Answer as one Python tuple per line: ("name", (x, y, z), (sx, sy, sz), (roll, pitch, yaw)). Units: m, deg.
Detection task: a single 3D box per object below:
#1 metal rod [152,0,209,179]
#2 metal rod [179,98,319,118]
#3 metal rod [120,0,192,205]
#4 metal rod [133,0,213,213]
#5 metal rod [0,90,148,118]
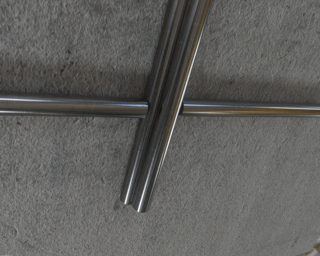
("metal rod", (0.011, -0.023, 0.403), (0.025, 0.025, 0.298), (1, 118, -29))
("metal rod", (0.157, -0.029, 0.479), (0.303, 0.025, 0.025), (-1, 119, -29))
("metal rod", (-0.009, -0.028, 0.389), (0.025, 0.025, 0.298), (1, 118, -29))
("metal rod", (0.010, -0.019, 0.377), (0.025, 0.025, 0.298), (1, 118, -29))
("metal rod", (-0.153, -0.025, 0.310), (0.303, 0.025, 0.025), (0, 118, -29))
